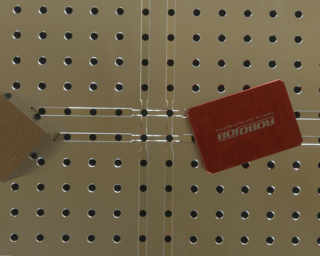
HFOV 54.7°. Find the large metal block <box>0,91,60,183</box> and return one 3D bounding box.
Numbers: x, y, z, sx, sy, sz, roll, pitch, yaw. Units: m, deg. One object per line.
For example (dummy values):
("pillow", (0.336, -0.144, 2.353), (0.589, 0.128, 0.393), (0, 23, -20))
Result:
("large metal block", (-0.194, 0.010, 0.399), (0.080, 0.050, 0.080), (41, 90, 0))

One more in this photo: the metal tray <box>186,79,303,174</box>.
("metal tray", (0.110, -0.002, 0.412), (0.131, 0.030, 0.090), (-18, 90, 0))
